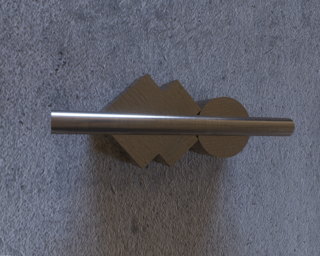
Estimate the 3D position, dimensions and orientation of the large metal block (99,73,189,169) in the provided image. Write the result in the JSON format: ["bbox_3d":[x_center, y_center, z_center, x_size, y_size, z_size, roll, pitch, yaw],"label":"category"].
[{"bbox_3d":[-0.026,-0.008,0.386,0.080,0.050,0.080,-44,104,-15],"label":"large metal block"}]

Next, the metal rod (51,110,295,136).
[{"bbox_3d":[0.031,-0.004,0.367,0.302,0.025,0.025,1,90,-20],"label":"metal rod"}]

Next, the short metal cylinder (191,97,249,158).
[{"bbox_3d":[0.075,-0.001,0.424,0.081,0.050,0.080,0,90,-20],"label":"short metal cylinder"}]

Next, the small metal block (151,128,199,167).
[{"bbox_3d":[0.015,0.022,0.404,0.050,0.050,0.025,-44,104,-15],"label":"small metal block"}]

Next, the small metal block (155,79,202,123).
[{"bbox_3d":[0.019,-0.033,0.405,0.025,0.050,0.050,-44,105,-14],"label":"small metal block"}]
